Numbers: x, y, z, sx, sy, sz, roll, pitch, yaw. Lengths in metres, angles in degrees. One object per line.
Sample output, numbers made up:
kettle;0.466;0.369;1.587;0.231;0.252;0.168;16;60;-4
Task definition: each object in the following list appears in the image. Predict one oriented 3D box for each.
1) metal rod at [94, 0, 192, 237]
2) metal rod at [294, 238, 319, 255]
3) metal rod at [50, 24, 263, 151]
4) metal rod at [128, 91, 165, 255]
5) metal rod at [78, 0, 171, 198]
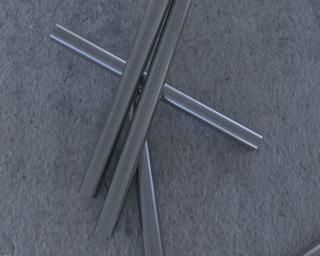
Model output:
metal rod;-0.019;-0.019;0.376;0.025;0.025;0.299;18;85;6
metal rod;0.089;0.196;0.337;0.302;0.025;0.025;-28;73;-10
metal rod;-0.005;-0.053;0.405;0.301;0.025;0.025;29;72;1
metal rod;-0.018;0.071;0.381;0.025;0.025;0.299;-7;70;-3
metal rod;-0.036;-0.059;0.379;0.025;0.025;0.299;20;90;7
